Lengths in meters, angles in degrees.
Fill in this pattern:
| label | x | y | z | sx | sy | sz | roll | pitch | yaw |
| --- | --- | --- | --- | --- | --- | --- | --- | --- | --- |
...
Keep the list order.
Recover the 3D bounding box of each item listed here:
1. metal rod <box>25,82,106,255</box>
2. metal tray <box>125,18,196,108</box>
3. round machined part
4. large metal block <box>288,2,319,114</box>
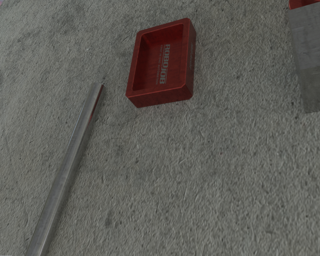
| label | x | y | z | sx | sy | sz | roll | pitch | yaw |
| --- | --- | --- | --- | --- | --- | --- | --- | --- | --- |
| metal rod | -0.131 | 0.066 | 0.432 | 0.025 | 0.025 | 0.300 | 0 | 61 | 28 |
| metal tray | 0.004 | -0.097 | 0.458 | 0.090 | 0.030 | 0.130 | -8 | 58 | 24 |
| round machined part | 0.212 | -0.167 | 0.384 | 0.098 | 0.042 | 0.098 | -13 | 56 | 21 |
| large metal block | 0.170 | -0.073 | 0.324 | 0.050 | 0.080 | 0.080 | -10 | 58 | 23 |
